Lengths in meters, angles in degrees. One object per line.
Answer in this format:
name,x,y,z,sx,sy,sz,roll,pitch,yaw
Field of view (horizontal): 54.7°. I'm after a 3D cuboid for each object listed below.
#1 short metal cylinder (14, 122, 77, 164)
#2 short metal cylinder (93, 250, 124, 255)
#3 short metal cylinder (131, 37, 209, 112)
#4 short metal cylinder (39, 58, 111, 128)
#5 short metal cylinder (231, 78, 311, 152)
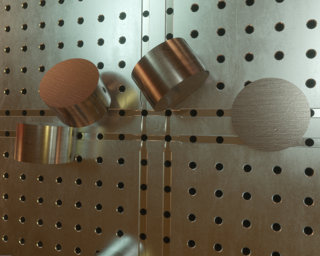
short metal cylinder,-0.161,0.019,0.438,0.080,0.080,0.050,6,92,19
short metal cylinder,-0.080,0.217,0.426,0.080,0.050,0.079,0,90,19
short metal cylinder,0.013,-0.063,0.378,0.080,0.080,0.050,-37,78,16
short metal cylinder,-0.113,-0.047,0.420,0.080,0.050,0.080,-4,60,8
short metal cylinder,0.126,-0.014,0.355,0.080,0.050,0.079,0,90,19
